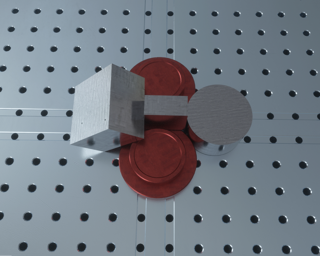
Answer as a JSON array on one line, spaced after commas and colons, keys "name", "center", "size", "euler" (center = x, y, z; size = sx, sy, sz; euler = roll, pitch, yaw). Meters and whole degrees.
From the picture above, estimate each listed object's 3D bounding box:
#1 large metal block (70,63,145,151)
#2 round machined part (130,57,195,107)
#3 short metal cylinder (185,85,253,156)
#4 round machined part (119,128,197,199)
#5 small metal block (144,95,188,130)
[{"name": "large metal block", "center": [-0.065, -0.021, 0.384], "size": [0.050, 0.080, 0.080], "euler": [18, 63, -42]}, {"name": "round machined part", "center": [-0.001, -0.056, 0.423], "size": [0.099, 0.042, 0.098], "euler": [0, 70, 0]}, {"name": "short metal cylinder", "center": [0.073, -0.009, 0.401], "size": [0.081, 0.050, 0.080], "euler": [0, 70, 0]}, {"name": "round machined part", "center": [-0.003, 0.038, 0.389], "size": [0.099, 0.042, 0.098], "euler": [0, 70, 0]}, {"name": "small metal block", "center": [0.007, -0.018, 0.381], "size": [0.050, 0.050, 0.025], "euler": [1, 70, 0]}]
